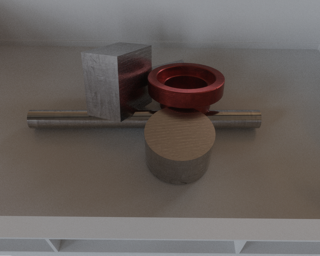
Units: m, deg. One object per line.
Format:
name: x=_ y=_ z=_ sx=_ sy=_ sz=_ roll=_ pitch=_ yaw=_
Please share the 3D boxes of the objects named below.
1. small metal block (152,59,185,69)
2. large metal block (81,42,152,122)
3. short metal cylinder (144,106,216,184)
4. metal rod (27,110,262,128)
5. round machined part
small metal block: x=0.020 y=-0.073 z=0.466 sx=0.050 sy=0.025 sz=0.050 roll=-16 pitch=52 yaw=-14
large metal block: x=-0.052 y=-0.063 z=0.401 sx=0.050 sy=0.079 sz=0.080 roll=12 pitch=27 yaw=24
short metal cylinder: x=0.022 y=0.020 z=0.369 sx=0.081 sy=0.050 sz=0.080 roll=0 pitch=50 yaw=0
metal rod: x=-0.019 y=-0.012 z=0.411 sx=0.302 sy=0.025 sz=0.025 roll=0 pitch=50 yaw=-1
round machined part: x=0.034 y=-0.049 z=0.408 sx=0.099 sy=0.042 sz=0.098 roll=0 pitch=33 yaw=0
